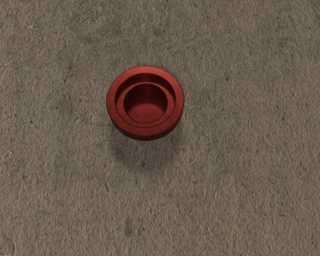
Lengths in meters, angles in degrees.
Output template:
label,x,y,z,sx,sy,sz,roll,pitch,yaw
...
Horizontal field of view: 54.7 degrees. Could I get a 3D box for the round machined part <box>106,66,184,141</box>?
label,x,y,z,sx,sy,sz,roll,pitch,yaw
round machined part,-0.019,-0.029,0.409,0.099,0.042,0.098,0,70,-1
